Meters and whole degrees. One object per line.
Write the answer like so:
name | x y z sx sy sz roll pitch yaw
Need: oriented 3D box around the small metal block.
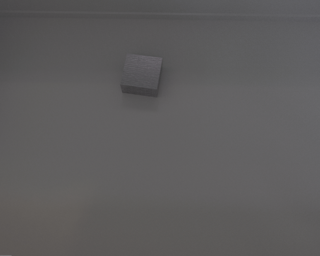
small metal block | -0.025 -0.074 0.437 0.050 0.025 0.050 8 70 3
